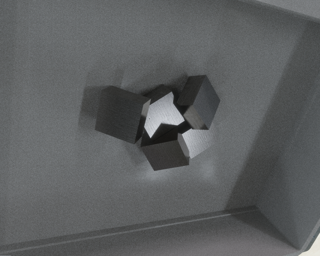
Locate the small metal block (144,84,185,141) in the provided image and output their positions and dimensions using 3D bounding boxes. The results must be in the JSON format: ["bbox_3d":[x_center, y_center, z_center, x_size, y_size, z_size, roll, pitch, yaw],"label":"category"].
[{"bbox_3d":[-0.003,-0.019,0.394,0.050,0.025,0.050,-33,129,-7],"label":"small metal block"}]

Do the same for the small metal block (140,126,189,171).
[{"bbox_3d":[0.008,0.029,0.415,0.050,0.025,0.050,-12,130,17],"label":"small metal block"}]

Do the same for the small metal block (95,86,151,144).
[{"bbox_3d":[-0.043,-0.016,0.357,0.050,0.025,0.050,20,114,10],"label":"small metal block"}]

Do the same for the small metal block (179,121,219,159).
[{"bbox_3d":[0.052,0.008,0.442,0.050,0.025,0.050,-31,129,-8],"label":"small metal block"}]

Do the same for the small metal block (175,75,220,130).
[{"bbox_3d":[0.051,-0.032,0.401,0.050,0.025,0.050,51,53,-40],"label":"small metal block"}]
